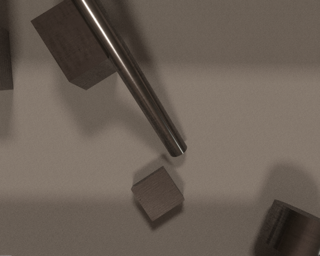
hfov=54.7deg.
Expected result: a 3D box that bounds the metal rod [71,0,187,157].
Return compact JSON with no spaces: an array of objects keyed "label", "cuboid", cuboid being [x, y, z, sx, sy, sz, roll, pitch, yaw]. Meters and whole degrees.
[{"label":"metal rod","cuboid":[-0.046,-0.083,0.348,0.025,0.025,0.299,-32,116,0]}]

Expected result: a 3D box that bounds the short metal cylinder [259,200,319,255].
[{"label":"short metal cylinder","cuboid":[0.173,0.130,0.386,0.080,0.080,0.050,23,90,-1]}]

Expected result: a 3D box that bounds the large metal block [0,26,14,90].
[{"label":"large metal block","cuboid":[-0.227,-0.090,0.381,0.050,0.080,0.079,-5,90,0]}]

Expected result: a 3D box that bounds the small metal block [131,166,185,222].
[{"label":"small metal block","cuboid":[-0.003,0.086,0.411,0.050,0.025,0.050,-34,90,0]}]

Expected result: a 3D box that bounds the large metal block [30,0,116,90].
[{"label":"large metal block","cuboid":[-0.101,-0.098,0.383,0.050,0.080,0.080,-32,90,0]}]
